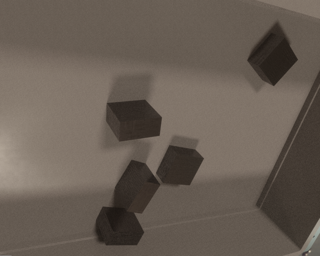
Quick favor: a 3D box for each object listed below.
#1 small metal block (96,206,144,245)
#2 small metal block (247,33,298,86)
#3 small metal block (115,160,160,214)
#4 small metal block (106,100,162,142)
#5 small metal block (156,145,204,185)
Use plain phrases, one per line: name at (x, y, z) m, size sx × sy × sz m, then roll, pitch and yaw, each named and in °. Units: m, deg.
small metal block at (-0.058, 0.142, 0.450) m, size 0.050 × 0.050 × 0.025 m, roll 15°, pitch 111°, yaw -35°
small metal block at (0.160, -0.096, 0.439) m, size 0.050 × 0.025 × 0.050 m, roll -49°, pitch 129°, yaw 6°
small metal block at (-0.032, 0.080, 0.426) m, size 0.025 × 0.050 × 0.050 m, roll 21°, pitch 107°, yaw -36°
small metal block at (-0.032, -0.010, 0.370) m, size 0.050 × 0.050 × 0.025 m, roll -8°, pitch 122°, yaw -25°
small metal block at (0.030, 0.056, 0.462) m, size 0.050 × 0.025 × 0.050 m, roll 12°, pitch 112°, yaw -34°
